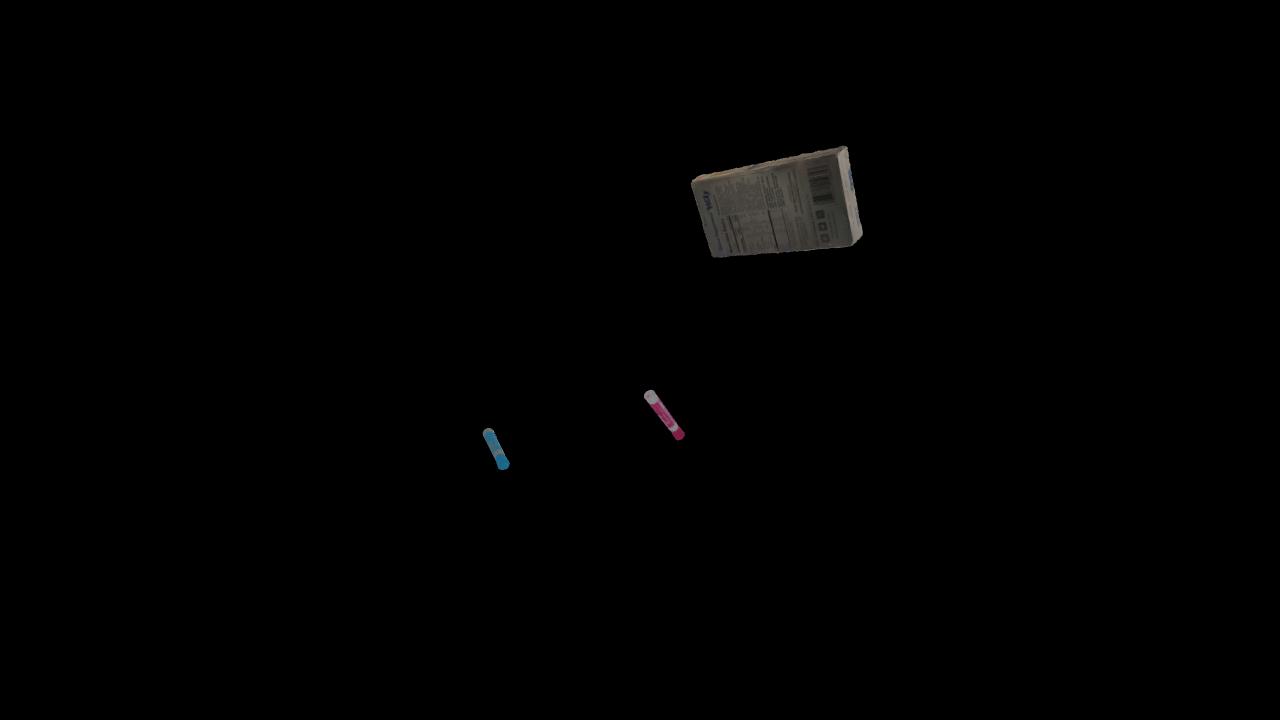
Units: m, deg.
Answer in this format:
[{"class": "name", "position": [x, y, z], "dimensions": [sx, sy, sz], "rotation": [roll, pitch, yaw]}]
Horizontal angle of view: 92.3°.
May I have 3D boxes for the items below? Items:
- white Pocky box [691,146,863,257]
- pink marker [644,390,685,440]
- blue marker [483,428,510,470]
[{"class": "white Pocky box", "position": [0.125, -0.143, 0.579], "dimensions": [0.154, 0.084, 0.028], "rotation": [3, 32, 43]}, {"class": "pink marker", "position": [0.042, 0.092, 0.997], "dimensions": [0.020, 0.020, 0.121], "rotation": [0, -40, 37]}, {"class": "blue marker", "position": [-0.231, 0.142, 0.985], "dimensions": [0.020, 0.020, 0.121], "rotation": [0, 19, -26]}]
